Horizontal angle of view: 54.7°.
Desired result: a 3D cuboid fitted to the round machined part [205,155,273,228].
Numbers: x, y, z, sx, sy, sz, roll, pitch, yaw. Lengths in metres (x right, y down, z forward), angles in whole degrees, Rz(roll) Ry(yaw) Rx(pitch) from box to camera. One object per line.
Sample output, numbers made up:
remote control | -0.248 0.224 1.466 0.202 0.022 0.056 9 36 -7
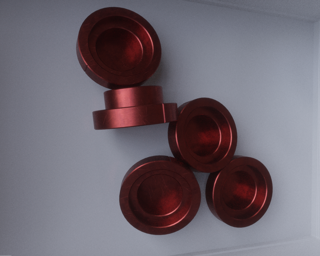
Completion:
round machined part | 0.107 0.087 0.442 0.099 0.042 0.097 -1 92 -21

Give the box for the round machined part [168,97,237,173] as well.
round machined part | 0.052 0.011 0.416 0.099 0.042 0.097 4 82 -28

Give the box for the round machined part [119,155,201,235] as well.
round machined part | -0.001 0.080 0.391 0.099 0.042 0.097 -1 103 -4

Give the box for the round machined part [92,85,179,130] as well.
round machined part | -0.029 -0.025 0.362 0.099 0.098 0.042 -7 93 -20

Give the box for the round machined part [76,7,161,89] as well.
round machined part | -0.051 -0.091 0.376 0.099 0.042 0.098 5 77 -20
